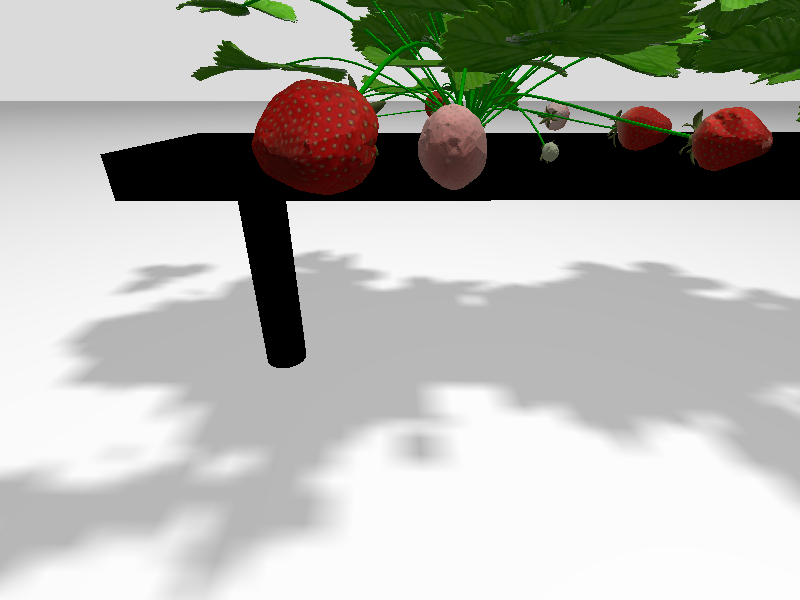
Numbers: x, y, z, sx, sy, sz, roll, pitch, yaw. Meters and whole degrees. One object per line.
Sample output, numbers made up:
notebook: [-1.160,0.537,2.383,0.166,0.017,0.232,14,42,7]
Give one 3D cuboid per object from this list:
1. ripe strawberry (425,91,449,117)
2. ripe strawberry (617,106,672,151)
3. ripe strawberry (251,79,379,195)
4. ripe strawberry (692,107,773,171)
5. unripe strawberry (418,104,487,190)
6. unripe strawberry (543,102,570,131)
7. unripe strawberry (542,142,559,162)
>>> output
ripe strawberry: [0.048,-0.256,0.528,0.033,0.035,0.036,-1,27,-1]
ripe strawberry: [0.151,-0.106,0.248,0.030,0.025,0.030,22,35,35]
ripe strawberry: [-0.029,-0.052,0.133,0.042,0.037,0.038,11,39,19]
ripe strawberry: [0.153,-0.073,0.185,0.031,0.028,0.028,-17,33,-29]
unripe strawberry: [0.019,-0.056,0.149,0.026,0.030,0.029,5,36,9]
unripe strawberry: [0.156,-0.181,0.394,0.027,0.026,0.025,-20,34,-35]
unripe strawberry: [0.083,-0.081,0.220,0.009,0.010,0.010,-6,29,-12]
